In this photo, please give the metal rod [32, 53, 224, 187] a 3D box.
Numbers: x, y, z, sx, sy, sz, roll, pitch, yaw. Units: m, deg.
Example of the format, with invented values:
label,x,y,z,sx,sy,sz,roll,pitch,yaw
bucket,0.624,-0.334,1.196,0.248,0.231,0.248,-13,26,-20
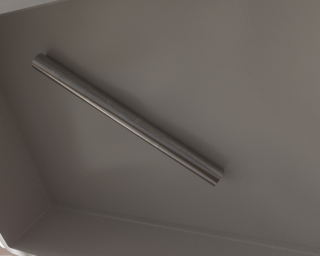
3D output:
label,x,y,z,sx,sy,sz,roll,pitch,yaw
metal rod,-0.048,-0.014,0.425,0.301,0.025,0.025,33,129,6
